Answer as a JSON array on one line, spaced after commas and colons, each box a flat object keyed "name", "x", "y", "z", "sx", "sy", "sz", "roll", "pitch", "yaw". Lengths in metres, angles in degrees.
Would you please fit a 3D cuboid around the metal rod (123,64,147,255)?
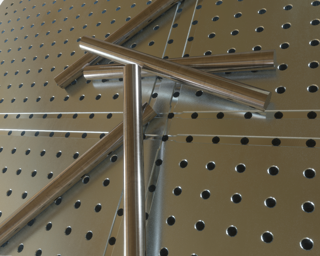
[{"name": "metal rod", "x": -0.031, "y": 0.052, "z": 0.370, "sx": 0.025, "sy": 0.025, "sz": 0.299, "roll": -14, "pitch": 62, "yaw": 20}]

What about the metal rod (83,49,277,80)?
[{"name": "metal rod", "x": 0.011, "y": -0.089, "z": 0.456, "sx": 0.300, "sy": 0.025, "sz": 0.025, "roll": 2, "pitch": 63, "yaw": 28}]

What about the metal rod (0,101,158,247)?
[{"name": "metal rod", "x": -0.126, "y": 0.069, "z": 0.430, "sx": 0.300, "sy": 0.025, "sz": 0.025, "roll": -40, "pitch": 51, "yaw": 0}]

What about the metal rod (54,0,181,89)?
[{"name": "metal rod", "x": -0.058, "y": -0.168, "z": 0.539, "sx": 0.300, "sy": 0.025, "sz": 0.025, "roll": -36, "pitch": 51, "yaw": 3}]

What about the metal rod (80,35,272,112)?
[{"name": "metal rod", "x": 0.003, "y": -0.084, "z": 0.430, "sx": 0.300, "sy": 0.025, "sz": 0.025, "roll": 23, "pitch": 74, "yaw": 27}]
